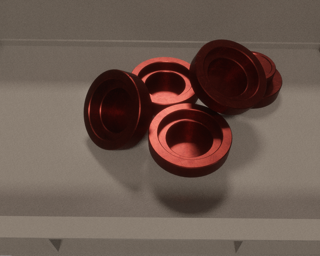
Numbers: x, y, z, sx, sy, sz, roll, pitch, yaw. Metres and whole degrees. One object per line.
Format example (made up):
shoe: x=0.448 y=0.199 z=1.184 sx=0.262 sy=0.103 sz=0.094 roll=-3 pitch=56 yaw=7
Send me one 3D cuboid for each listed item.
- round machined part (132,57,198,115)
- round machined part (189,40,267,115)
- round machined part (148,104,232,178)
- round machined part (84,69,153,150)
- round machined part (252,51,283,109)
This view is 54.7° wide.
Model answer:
round machined part: x=0.007 y=-0.054 z=0.440 sx=0.099 sy=0.042 sz=0.098 roll=0 pitch=50 yaw=0
round machined part: x=0.083 y=-0.061 z=0.401 sx=0.099 sy=0.042 sz=0.098 roll=6 pitch=68 yaw=-16
round machined part: x=0.035 y=0.019 z=0.379 sx=0.099 sy=0.042 sz=0.098 roll=0 pitch=50 yaw=0
round machined part: x=-0.047 y=-0.021 z=0.388 sx=0.042 sy=0.097 sz=0.098 roll=4 pitch=35 yaw=-52
round machined part: x=0.132 y=-0.078 z=0.461 sx=0.099 sy=0.042 sz=0.098 roll=0 pitch=50 yaw=0
